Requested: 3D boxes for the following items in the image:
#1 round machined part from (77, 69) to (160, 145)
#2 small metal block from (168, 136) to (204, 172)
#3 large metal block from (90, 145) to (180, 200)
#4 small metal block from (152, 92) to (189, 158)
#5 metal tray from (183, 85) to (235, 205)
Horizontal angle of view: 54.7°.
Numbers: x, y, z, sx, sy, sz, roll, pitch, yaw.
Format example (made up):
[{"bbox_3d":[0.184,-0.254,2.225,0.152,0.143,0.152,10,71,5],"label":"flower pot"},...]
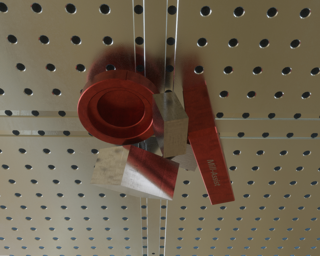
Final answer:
[{"bbox_3d":[-0.046,-0.029,0.375,0.099,0.042,0.097,-1,130,0],"label":"round machined part"},{"bbox_3d":[0.032,0.029,0.431,0.050,0.025,0.050,16,134,0],"label":"small metal block"},{"bbox_3d":[-0.034,0.062,0.417,0.080,0.050,0.080,25,159,-33],"label":"large metal block"},{"bbox_3d":[0.010,-0.004,0.338,0.025,0.050,0.050,-9,130,-11],"label":"small metal block"},{"bbox_3d":[0.062,0.023,0.389,0.030,0.090,0.129,-14,129,11],"label":"metal tray"}]
